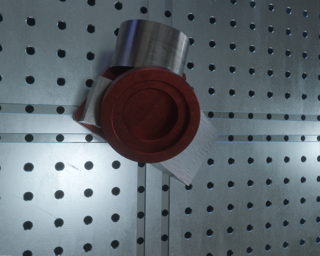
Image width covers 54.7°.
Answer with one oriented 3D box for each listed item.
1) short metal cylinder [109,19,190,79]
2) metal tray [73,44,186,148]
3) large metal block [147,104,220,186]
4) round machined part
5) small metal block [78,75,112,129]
[{"bbox_3d":[-0.011,-0.080,0.348,0.081,0.080,0.050,14,85,-20],"label":"short metal cylinder"},{"bbox_3d":[-0.037,-0.040,0.398,0.090,0.030,0.130,36,78,-17],"label":"metal tray"},{"bbox_3d":[0.020,0.015,0.389,0.080,0.050,0.080,-58,138,-11],"label":"large metal block"},{"bbox_3d":[-0.011,-0.016,0.321,0.099,0.042,0.097,-3,110,-8],"label":"round machined part"},{"bbox_3d":[-0.067,-0.026,0.342,0.025,0.050,0.050,21,83,-19],"label":"small metal block"}]
